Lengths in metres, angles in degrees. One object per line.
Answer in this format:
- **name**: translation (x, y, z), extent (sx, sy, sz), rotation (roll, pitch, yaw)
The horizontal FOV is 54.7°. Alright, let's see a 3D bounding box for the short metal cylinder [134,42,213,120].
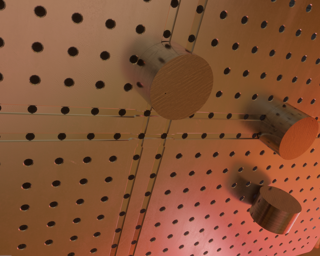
- **short metal cylinder**: translation (0.016, -0.056, 0.369), extent (0.081, 0.050, 0.079), rotation (-14, 125, -21)

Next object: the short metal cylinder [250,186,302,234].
- **short metal cylinder**: translation (0.219, 0.155, 0.591), extent (0.081, 0.080, 0.050), rotation (4, 117, -30)

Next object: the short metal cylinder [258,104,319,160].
- **short metal cylinder**: translation (0.213, 0.006, 0.515), extent (0.081, 0.050, 0.079), rotation (-14, 124, -21)
